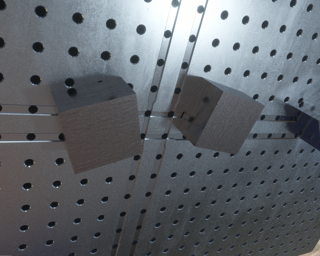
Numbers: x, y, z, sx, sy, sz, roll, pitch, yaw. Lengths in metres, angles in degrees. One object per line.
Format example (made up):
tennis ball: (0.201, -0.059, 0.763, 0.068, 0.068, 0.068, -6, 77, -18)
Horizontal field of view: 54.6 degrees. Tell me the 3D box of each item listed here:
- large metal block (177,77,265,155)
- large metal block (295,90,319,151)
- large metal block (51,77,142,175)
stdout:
large metal block: (0.084, -0.015, 0.431, 0.081, 0.050, 0.080, 13, 112, -34)
large metal block: (0.290, -0.019, 0.540, 0.080, 0.050, 0.080, -34, 129, -6)
large metal block: (-0.070, -0.004, 0.354, 0.081, 0.050, 0.080, -16, 125, -19)
